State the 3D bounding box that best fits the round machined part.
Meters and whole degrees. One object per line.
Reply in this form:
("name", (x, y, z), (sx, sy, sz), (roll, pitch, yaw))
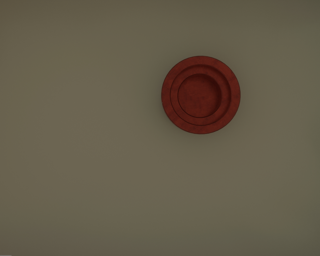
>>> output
("round machined part", (0.051, -0.041, 0.404), (0.099, 0.042, 0.097), (0, 90, -1))
